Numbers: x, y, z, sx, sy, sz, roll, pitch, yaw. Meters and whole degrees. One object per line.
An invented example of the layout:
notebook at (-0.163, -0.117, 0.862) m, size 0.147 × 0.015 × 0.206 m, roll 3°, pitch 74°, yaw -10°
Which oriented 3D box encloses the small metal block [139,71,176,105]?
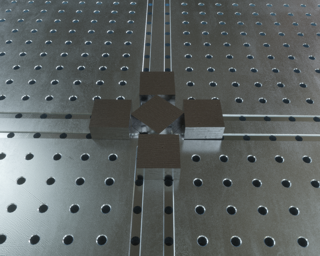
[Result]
small metal block at (-0.004, -0.057, 0.456) m, size 0.050 × 0.025 × 0.050 m, roll 0°, pitch 50°, yaw -1°

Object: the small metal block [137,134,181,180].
small metal block at (-0.002, 0.035, 0.378) m, size 0.050 × 0.025 × 0.050 m, roll 0°, pitch 50°, yaw 0°

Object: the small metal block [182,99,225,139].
small metal block at (0.057, -0.012, 0.418) m, size 0.050 × 0.025 × 0.050 m, roll 0°, pitch 50°, yaw -1°

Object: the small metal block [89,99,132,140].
small metal block at (-0.064, -0.012, 0.417) m, size 0.050 × 0.025 × 0.050 m, roll 1°, pitch 50°, yaw 0°

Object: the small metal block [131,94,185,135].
small metal block at (-0.003, -0.012, 0.417) m, size 0.050 × 0.025 × 0.050 m, roll 35°, pitch 58°, yaw 25°
